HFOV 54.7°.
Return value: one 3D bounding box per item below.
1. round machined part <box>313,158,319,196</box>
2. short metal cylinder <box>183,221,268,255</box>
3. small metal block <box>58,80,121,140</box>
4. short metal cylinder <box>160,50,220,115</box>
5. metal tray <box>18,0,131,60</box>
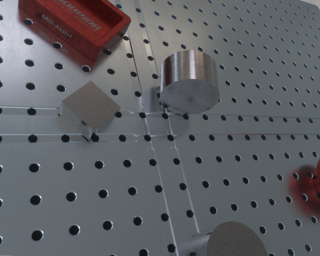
[{"bbox_3d":[0.290,0.089,0.500,0.099,0.042,0.098,14,56,-21],"label":"round machined part"},{"bbox_3d":[0.072,0.149,0.340,0.081,0.050,0.080,14,56,-21],"label":"short metal cylinder"},{"bbox_3d":[-0.085,-0.022,0.376,0.050,0.025,0.050,42,51,0],"label":"small metal block"},{"bbox_3d":[0.041,-0.062,0.433,0.081,0.080,0.050,14,56,-21],"label":"short metal cylinder"},{"bbox_3d":[-0.118,-0.165,0.441,0.130,0.030,0.090,36,51,-4],"label":"metal tray"}]
